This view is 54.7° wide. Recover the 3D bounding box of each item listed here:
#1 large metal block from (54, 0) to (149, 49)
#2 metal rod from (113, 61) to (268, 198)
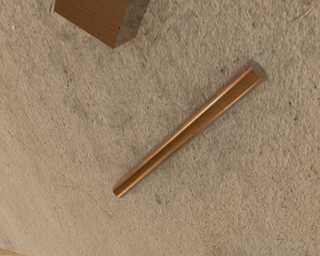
[{"bbox_3d":[-0.058,-0.146,0.331,0.080,0.050,0.079,34,129,6],"label":"large metal block"},{"bbox_3d":[0.018,0.021,0.410,0.025,0.025,0.299,44,129,-2],"label":"metal rod"}]
